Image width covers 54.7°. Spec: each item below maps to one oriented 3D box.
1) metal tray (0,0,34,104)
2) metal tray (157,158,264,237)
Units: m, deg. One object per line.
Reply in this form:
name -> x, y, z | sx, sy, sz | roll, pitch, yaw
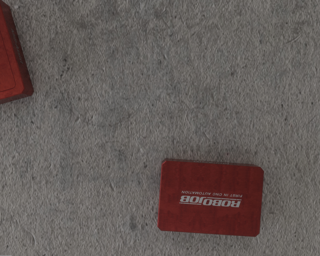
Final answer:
metal tray -> -0.231, -0.095, 0.405 | 0.090, 0.030, 0.129 | -16, 90, 0
metal tray -> 0.065, 0.090, 0.408 | 0.131, 0.030, 0.089 | 4, 90, 0
